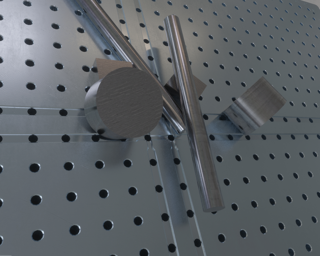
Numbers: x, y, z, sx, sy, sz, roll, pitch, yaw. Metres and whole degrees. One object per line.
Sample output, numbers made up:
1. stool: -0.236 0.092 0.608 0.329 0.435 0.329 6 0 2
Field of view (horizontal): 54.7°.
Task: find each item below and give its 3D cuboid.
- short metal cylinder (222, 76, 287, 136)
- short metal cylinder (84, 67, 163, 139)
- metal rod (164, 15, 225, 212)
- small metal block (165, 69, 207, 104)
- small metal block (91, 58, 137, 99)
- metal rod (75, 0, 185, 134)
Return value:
1. short metal cylinder: 0.142 -0.033 0.469 0.050 0.080 0.080 48 51 5
2. short metal cylinder: -0.043 -0.027 0.367 0.081 0.050 0.080 3 84 -28
3. metal rod: 0.040 -0.038 0.419 0.025 0.025 0.299 5 59 -26
4. small metal block: 0.035 -0.058 0.462 0.050 0.025 0.050 38 51 -3
5. small metal block: -0.061 -0.063 0.414 0.050 0.025 0.050 1 62 -28
6. metal rod: -0.054 -0.116 0.449 0.025 0.025 0.299 -30 79 -38
